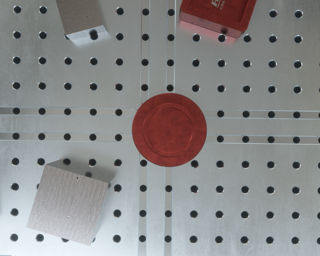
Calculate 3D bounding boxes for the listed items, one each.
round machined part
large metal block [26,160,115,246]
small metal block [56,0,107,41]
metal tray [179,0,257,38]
[{"bbox_3d":[0.012,0.003,0.405,0.099,0.042,0.097,0,90,0],"label":"round machined part"},{"bbox_3d":[-0.112,0.093,0.400,0.080,0.050,0.080,17,90,0],"label":"large metal block"},{"bbox_3d":[-0.104,-0.150,0.412,0.050,0.025,0.050,-16,90,0],"label":"small metal block"},{"bbox_3d":[0.088,-0.197,0.411,0.090,0.030,0.129,19,90,0],"label":"metal tray"}]
